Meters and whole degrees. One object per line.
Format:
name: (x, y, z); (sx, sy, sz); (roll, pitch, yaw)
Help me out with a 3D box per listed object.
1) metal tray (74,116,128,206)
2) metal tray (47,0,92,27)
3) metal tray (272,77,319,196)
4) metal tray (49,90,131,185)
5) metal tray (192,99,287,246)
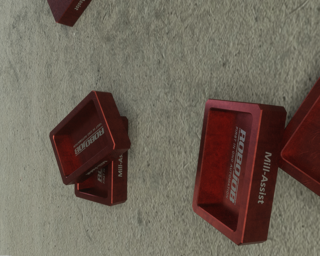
metal tray: (-0.092, 0.046, 0.477); (0.090, 0.030, 0.129); (2, 91, 40)
metal tray: (-0.143, -0.248, 0.520); (0.130, 0.030, 0.090); (-38, 67, 33)
metal tray: (0.167, -0.001, 0.263); (0.090, 0.030, 0.129); (40, 114, 32)
metal tray: (-0.106, 0.017, 0.449); (0.130, 0.030, 0.090); (-36, 68, 34)
metal tray: (0.075, 0.038, 0.315); (0.090, 0.030, 0.129); (-161, 77, -65)
